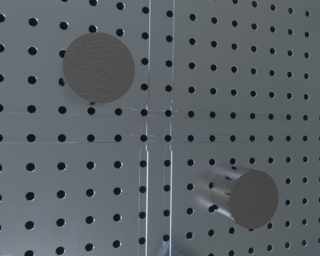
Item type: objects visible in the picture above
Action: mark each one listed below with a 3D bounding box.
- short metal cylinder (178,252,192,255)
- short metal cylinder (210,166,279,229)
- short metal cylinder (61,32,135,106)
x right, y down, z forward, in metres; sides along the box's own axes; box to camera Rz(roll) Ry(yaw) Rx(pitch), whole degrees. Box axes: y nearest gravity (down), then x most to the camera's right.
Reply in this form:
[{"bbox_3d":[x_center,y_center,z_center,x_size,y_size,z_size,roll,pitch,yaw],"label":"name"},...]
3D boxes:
[{"bbox_3d":[0.049,0.206,0.402,0.080,0.080,0.050,34,79,-17],"label":"short metal cylinder"},{"bbox_3d":[0.120,0.097,0.444,0.081,0.050,0.079,0,90,-20],"label":"short metal cylinder"},{"bbox_3d":[-0.076,-0.068,0.371,0.081,0.050,0.079,0,90,-20],"label":"short metal cylinder"}]
